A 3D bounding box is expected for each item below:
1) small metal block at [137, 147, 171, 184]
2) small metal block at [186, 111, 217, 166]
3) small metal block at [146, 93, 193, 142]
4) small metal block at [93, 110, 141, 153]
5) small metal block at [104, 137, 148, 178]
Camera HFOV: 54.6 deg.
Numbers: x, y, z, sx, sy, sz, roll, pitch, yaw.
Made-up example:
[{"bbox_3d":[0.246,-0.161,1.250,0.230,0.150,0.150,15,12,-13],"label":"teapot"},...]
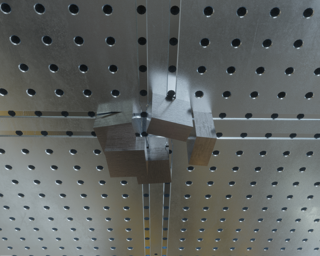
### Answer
[{"bbox_3d":[-0.010,0.056,0.459,0.050,0.025,0.050,-4,130,3],"label":"small metal block"},{"bbox_3d":[0.053,0.014,0.407,0.025,0.050,0.050,6,130,-5],"label":"small metal block"},{"bbox_3d":[0.011,-0.014,0.383,0.050,0.050,0.025,13,129,-11],"label":"small metal block"},{"bbox_3d":[-0.056,0.007,0.417,0.050,0.025,0.050,-8,130,7],"label":"small metal block"},{"bbox_3d":[-0.043,0.039,0.412,0.050,0.025,0.050,-2,130,2],"label":"small metal block"}]
